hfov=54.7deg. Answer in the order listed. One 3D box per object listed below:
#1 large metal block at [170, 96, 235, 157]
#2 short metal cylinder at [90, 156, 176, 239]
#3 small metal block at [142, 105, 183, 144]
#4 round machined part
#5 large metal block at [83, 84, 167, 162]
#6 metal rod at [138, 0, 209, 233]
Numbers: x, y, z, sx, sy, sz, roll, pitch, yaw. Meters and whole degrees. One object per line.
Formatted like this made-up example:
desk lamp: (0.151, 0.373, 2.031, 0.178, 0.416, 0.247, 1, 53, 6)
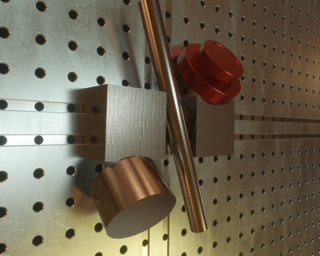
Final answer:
large metal block: (0.062, -0.001, 0.446, 0.081, 0.050, 0.080, 1, 89, -40)
short metal cylinder: (-0.030, 0.077, 0.341, 0.081, 0.050, 0.080, -21, 143, -17)
small metal block: (0.003, -0.004, 0.413, 0.050, 0.025, 0.050, 1, 90, -40)
round machined part: (0.076, -0.083, 0.430, 0.099, 0.042, 0.098, 23, 43, -23)
large metal block: (-0.040, -0.004, 0.360, 0.081, 0.050, 0.080, 3, 89, -40)
metal rod: (0.020, -0.007, 0.392, 0.025, 0.025, 0.298, -22, 104, -38)
